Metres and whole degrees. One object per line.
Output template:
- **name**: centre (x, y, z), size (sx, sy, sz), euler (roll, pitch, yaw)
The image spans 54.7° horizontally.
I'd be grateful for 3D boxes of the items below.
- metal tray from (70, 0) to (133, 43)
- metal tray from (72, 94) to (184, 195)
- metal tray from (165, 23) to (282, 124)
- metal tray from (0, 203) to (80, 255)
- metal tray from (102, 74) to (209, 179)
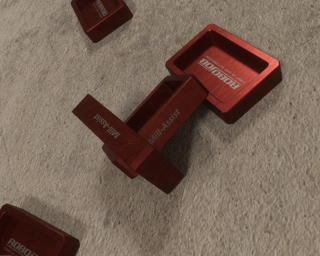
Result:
- **metal tray**: centre (-0.116, -0.231, 0.600), size (0.090, 0.030, 0.130), euler (-34, 52, 5)
- **metal tray**: centre (-0.039, 0.018, 0.369), size (0.030, 0.090, 0.130), euler (-49, 52, -5)
- **metal tray**: centre (0.078, -0.075, 0.404), size (0.090, 0.030, 0.130), euler (-42, 51, -1)
- **metal tray**: centre (-0.174, 0.160, 0.391), size (0.130, 0.030, 0.090), euler (12, 68, 33)
- **metal tray**: centre (-0.010, -0.007, 0.374), size (0.130, 0.030, 0.090), euler (-48, 19, -7)
